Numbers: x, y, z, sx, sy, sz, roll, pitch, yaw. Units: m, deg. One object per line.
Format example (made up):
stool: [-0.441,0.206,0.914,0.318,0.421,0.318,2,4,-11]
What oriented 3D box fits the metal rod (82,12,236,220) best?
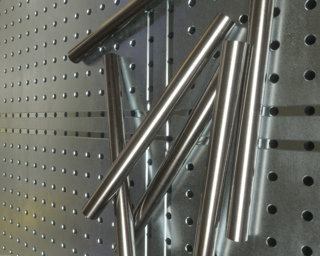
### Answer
metal rod: [-0.009,-0.005,0.382,0.025,0.025,0.299,44,105,31]

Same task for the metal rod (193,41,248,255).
metal rod: [0.061,0.058,0.345,0.025,0.025,0.298,15,104,39]

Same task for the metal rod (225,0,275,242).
metal rod: [0.097,-0.029,0.329,0.025,0.025,0.298,9,96,40]

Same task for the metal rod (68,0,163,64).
metal rod: [-0.037,-0.167,0.441,0.299,0.025,0.025,-22,76,38]

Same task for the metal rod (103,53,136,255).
metal rod: [-0.058,0.036,0.438,0.025,0.025,0.299,-17,73,39]

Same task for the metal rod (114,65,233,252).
metal rod: [0.010,0.057,0.402,0.025,0.025,0.298,43,116,32]
